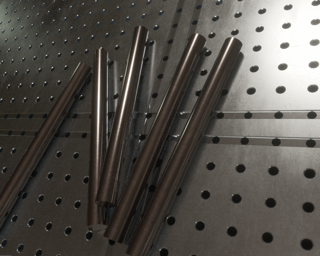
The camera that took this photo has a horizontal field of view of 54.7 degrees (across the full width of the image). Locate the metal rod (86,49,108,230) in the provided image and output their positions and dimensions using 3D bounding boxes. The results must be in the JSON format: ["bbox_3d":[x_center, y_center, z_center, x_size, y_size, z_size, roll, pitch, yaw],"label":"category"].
[{"bbox_3d":[-0.089,-0.004,0.455,0.025,0.025,0.299,-18,55,17],"label":"metal rod"}]

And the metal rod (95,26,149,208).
[{"bbox_3d":[-0.048,-0.036,0.444,0.025,0.025,0.300,-8,55,23],"label":"metal rod"}]

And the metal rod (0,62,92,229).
[{"bbox_3d":[-0.188,0.023,0.490,0.025,0.025,0.300,12,67,33],"label":"metal rod"}]

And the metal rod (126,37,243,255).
[{"bbox_3d":[0.038,0.012,0.380,0.025,0.025,0.300,14,69,33],"label":"metal rod"}]

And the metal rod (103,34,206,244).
[{"bbox_3d":[0.001,-0.001,0.406,0.025,0.025,0.300,10,66,32],"label":"metal rod"}]
